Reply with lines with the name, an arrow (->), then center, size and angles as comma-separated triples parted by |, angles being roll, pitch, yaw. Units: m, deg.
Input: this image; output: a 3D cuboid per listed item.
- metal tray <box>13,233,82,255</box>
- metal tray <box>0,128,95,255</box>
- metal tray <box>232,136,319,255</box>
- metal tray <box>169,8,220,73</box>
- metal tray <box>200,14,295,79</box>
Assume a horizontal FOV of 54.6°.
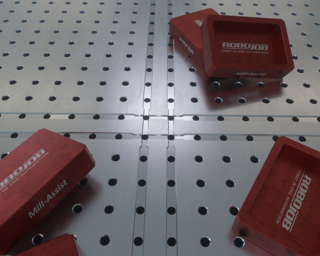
metal tray -> -0.099, 0.169, 0.262 | 0.091, 0.030, 0.130 | -20, 53, -16
metal tray -> -0.147, 0.060, 0.336 | 0.090, 0.030, 0.131 | 16, 49, 36
metal tray -> 0.149, 0.077, 0.340 | 0.090, 0.030, 0.130 | 27, 55, 20
metal tray -> 0.085, -0.155, 0.535 | 0.091, 0.030, 0.130 | -21, 53, -17
metal tray -> 0.132, -0.124, 0.474 | 0.131, 0.030, 0.090 | -1, 73, -12
